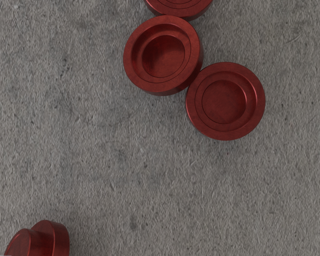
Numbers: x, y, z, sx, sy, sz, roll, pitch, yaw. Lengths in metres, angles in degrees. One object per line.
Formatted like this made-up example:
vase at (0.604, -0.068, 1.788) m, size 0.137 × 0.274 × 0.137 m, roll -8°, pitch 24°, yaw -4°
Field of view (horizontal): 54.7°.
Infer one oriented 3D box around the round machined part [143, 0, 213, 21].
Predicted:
round machined part at (0.024, -0.184, 0.401) m, size 0.099 × 0.042 × 0.097 m, roll 0°, pitch 90°, yaw 0°

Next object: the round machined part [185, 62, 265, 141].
round machined part at (0.081, -0.033, 0.402) m, size 0.099 × 0.042 × 0.097 m, roll 0°, pitch 90°, yaw 0°

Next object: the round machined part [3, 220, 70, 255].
round machined part at (-0.154, 0.159, 0.370) m, size 0.042 × 0.098 × 0.098 m, roll 31°, pitch 90°, yaw -36°

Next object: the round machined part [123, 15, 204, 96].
round machined part at (0.007, -0.087, 0.390) m, size 0.098 × 0.042 × 0.098 m, roll -3°, pitch 79°, yaw 19°
